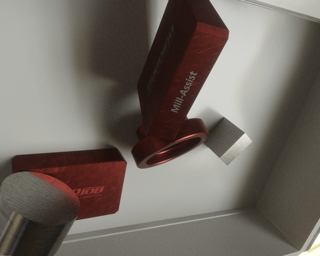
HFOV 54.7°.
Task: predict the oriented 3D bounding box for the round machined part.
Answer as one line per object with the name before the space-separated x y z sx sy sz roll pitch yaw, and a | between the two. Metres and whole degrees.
round machined part | 0.009 0.011 0.391 0.099 0.042 0.098 -23 164 -7

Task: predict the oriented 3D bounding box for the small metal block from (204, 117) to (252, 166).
small metal block | 0.098 0.019 0.460 0.050 0.050 0.025 -45 130 3

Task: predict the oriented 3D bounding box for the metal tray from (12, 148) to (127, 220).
metal tray | -0.113 0.075 0.391 0.131 0.030 0.089 -2 120 -28

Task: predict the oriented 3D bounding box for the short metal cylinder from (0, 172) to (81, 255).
short metal cylinder | -0.130 0.089 0.318 0.080 0.080 0.050 20 108 -36

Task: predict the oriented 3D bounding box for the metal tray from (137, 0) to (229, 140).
metal tray | 0.014 -0.063 0.311 0.030 0.090 0.129 8 132 -20
